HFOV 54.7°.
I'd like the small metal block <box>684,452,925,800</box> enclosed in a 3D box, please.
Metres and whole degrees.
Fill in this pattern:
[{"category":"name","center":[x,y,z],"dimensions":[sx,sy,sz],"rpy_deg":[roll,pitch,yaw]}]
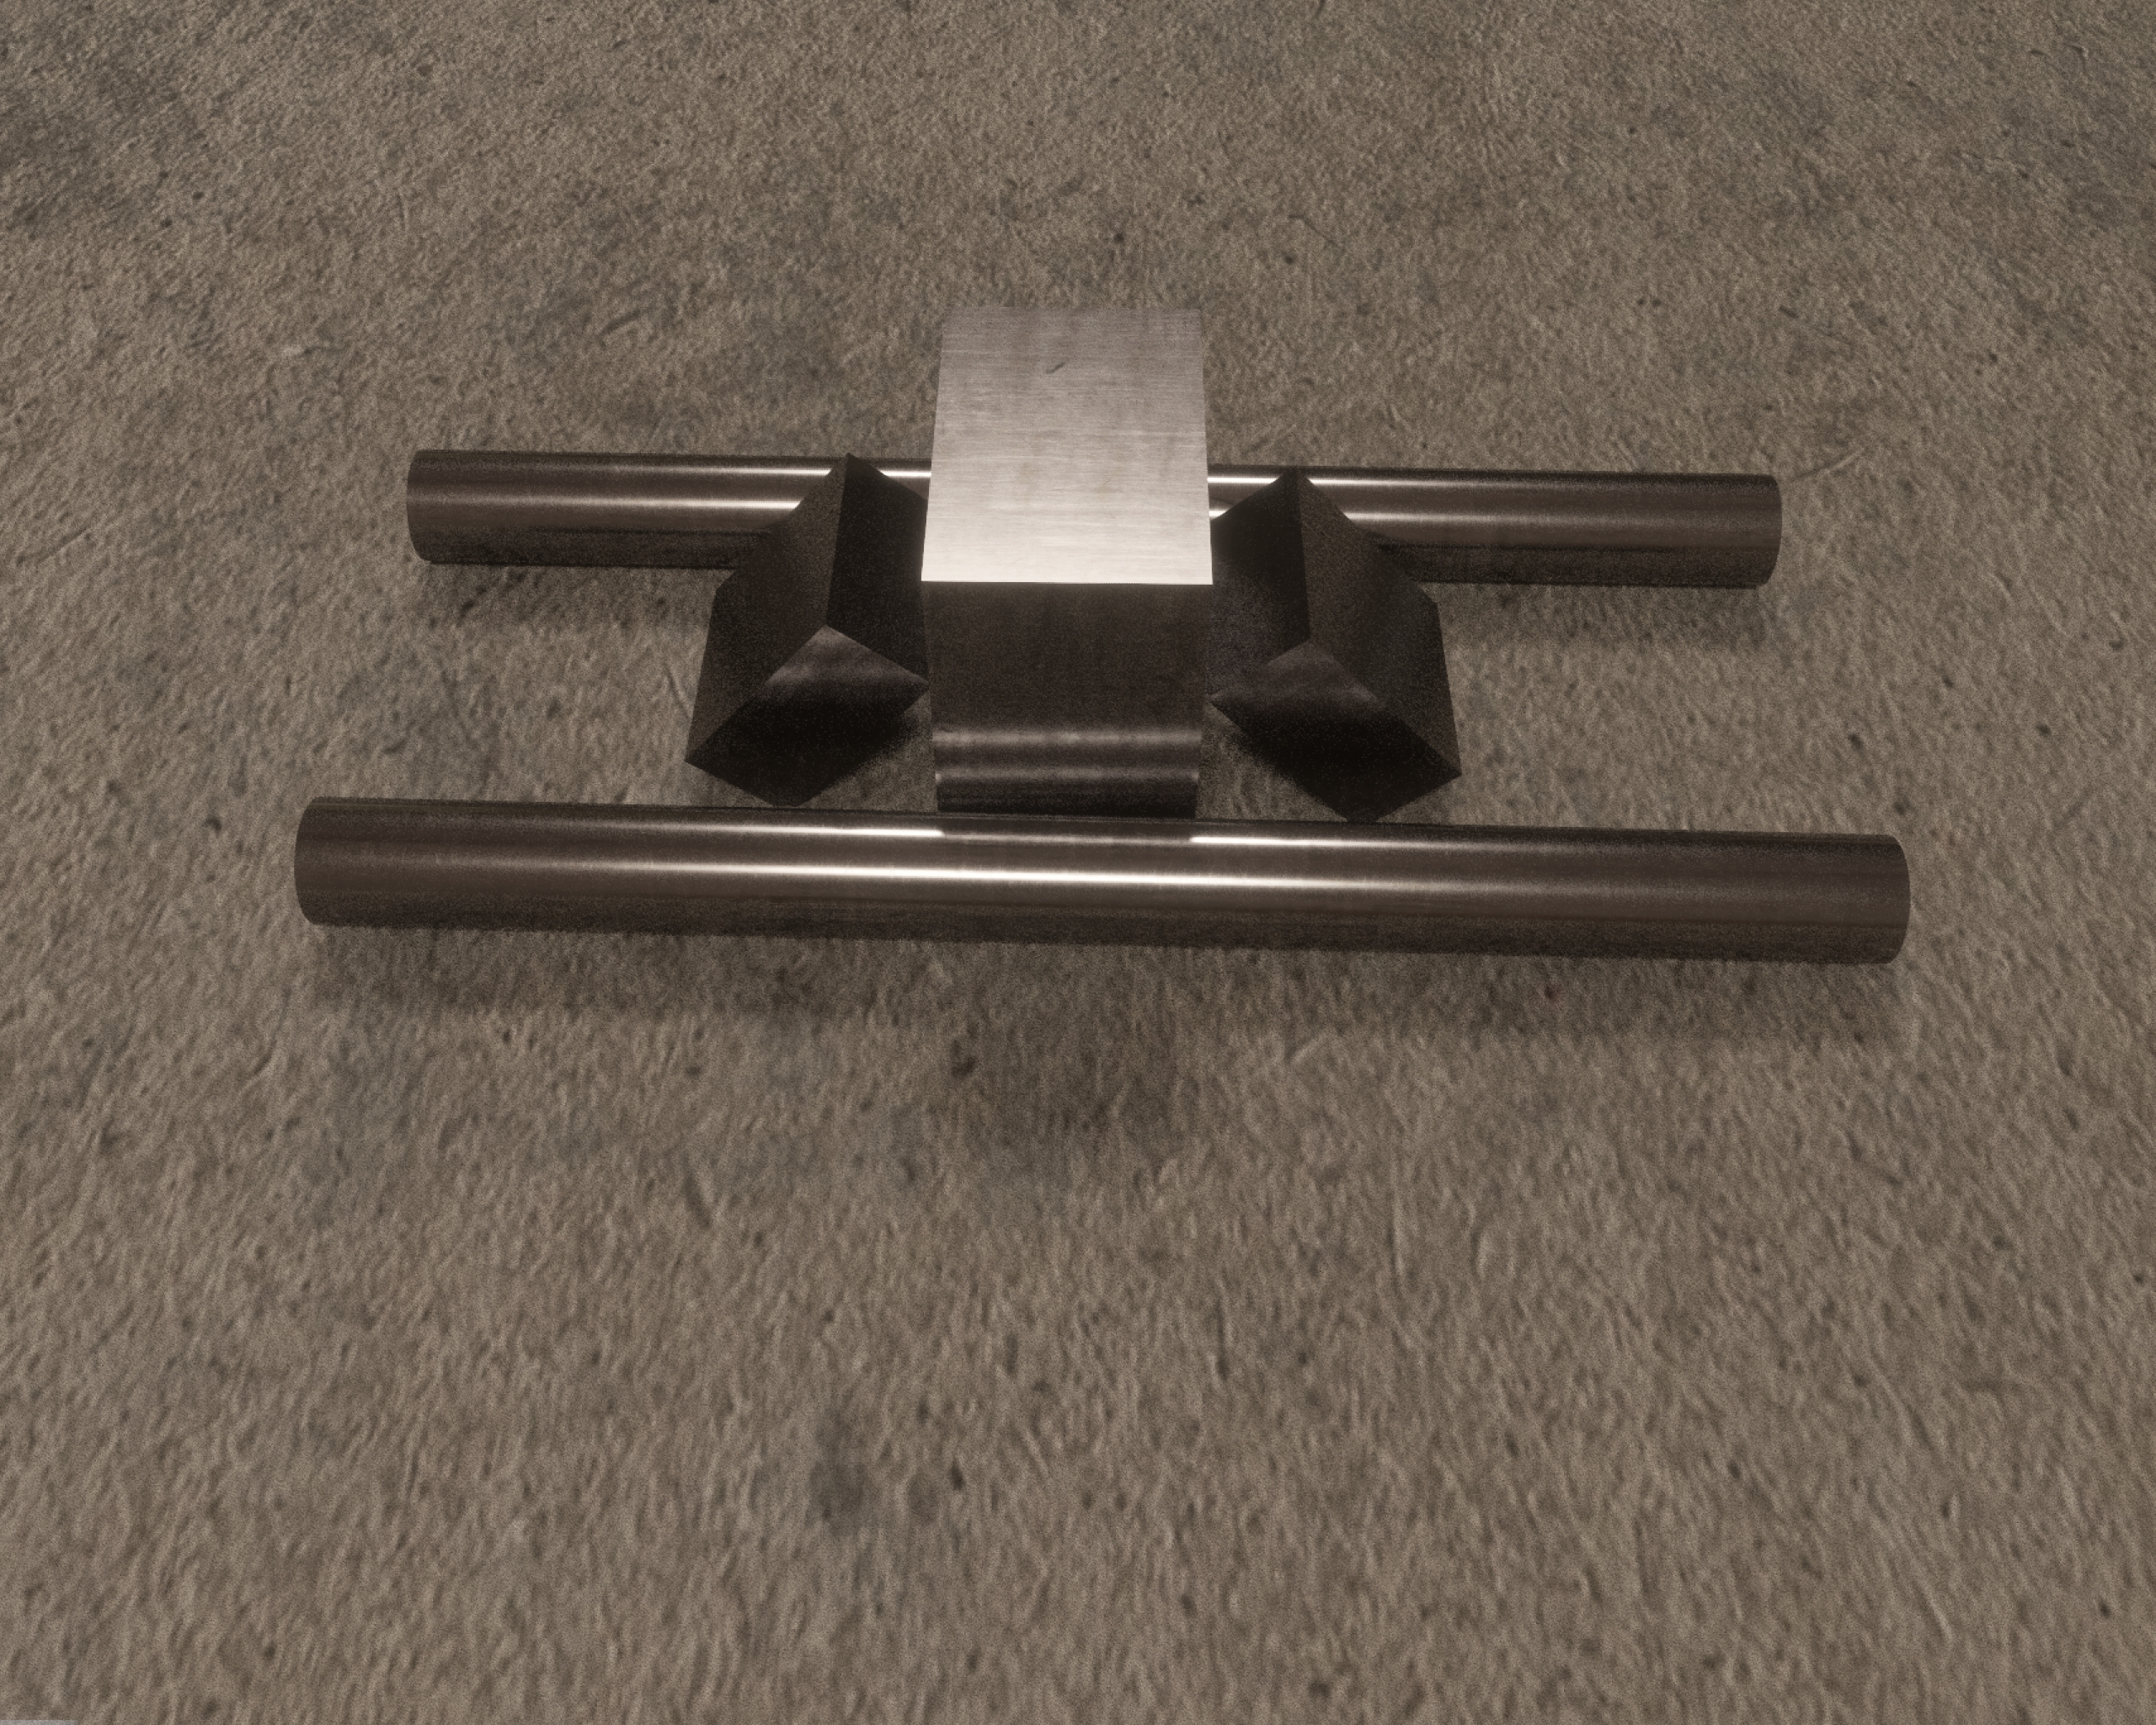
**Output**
[{"category":"small metal block","center":[-0.053,-0.046,0.425],"dimensions":[0.025,0.050,0.050],"rpy_deg":[28,43,-29]}]

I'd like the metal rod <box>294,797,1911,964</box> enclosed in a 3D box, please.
[{"category":"metal rod","center":[0.004,0.003,0.402],"dimensions":[0.302,0.025,0.025],"rpy_deg":[1,50,0]}]

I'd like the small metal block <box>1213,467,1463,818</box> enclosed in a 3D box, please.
[{"category":"small metal block","center":[0.051,-0.043,0.424],"dimensions":[0.025,0.050,0.050],"rpy_deg":[-30,41,31]}]

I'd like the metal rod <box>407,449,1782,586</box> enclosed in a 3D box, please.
[{"category":"metal rod","center":[0.004,-0.078,0.470],"dimensions":[0.302,0.025,0.025],"rpy_deg":[1,50,0]}]

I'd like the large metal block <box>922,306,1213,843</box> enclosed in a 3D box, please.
[{"category":"large metal block","center":[-0.002,-0.054,0.417],"dimensions":[0.050,0.080,0.080],"rpy_deg":[1,50,0]}]
